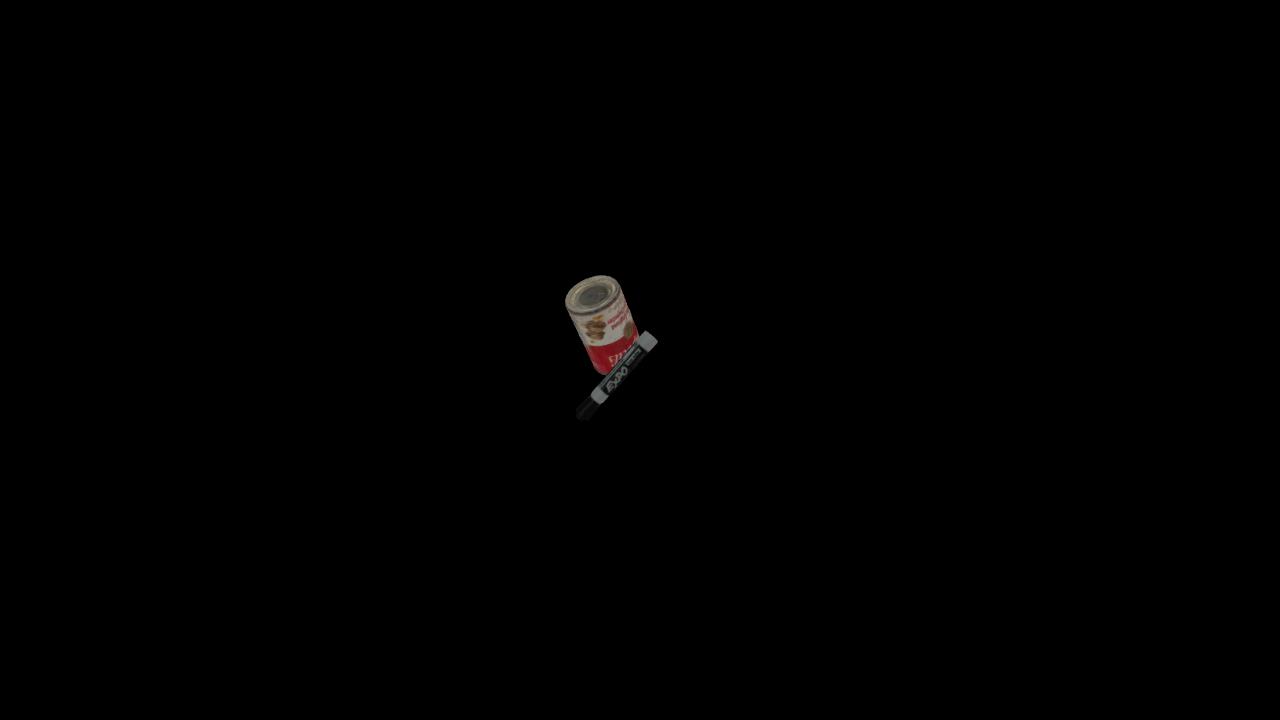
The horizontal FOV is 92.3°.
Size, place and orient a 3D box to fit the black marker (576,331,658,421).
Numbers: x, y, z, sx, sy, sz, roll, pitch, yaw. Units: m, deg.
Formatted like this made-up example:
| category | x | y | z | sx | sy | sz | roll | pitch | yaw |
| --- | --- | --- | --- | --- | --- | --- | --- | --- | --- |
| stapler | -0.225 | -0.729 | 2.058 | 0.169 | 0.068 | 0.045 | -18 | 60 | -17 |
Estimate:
| category | x | y | z | sx | sy | sz | roll | pitch | yaw |
| --- | --- | --- | --- | --- | --- | --- | --- | --- | --- |
| black marker | -0.027 | 0.019 | 0.663 | 0.020 | 0.121 | 0.020 | 41 | 6 | -6 |

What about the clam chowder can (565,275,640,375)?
| category | x | y | z | sx | sy | sz | roll | pitch | yaw |
| --- | --- | --- | --- | --- | --- | --- | --- | --- | --- |
| clam chowder can | -0.040 | -0.040 | 0.723 | 0.068 | 0.068 | 0.102 | 0 | -44 | 23 |
